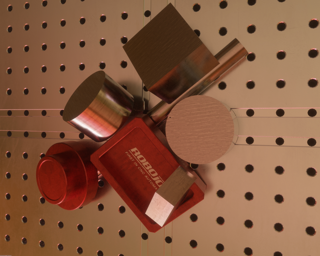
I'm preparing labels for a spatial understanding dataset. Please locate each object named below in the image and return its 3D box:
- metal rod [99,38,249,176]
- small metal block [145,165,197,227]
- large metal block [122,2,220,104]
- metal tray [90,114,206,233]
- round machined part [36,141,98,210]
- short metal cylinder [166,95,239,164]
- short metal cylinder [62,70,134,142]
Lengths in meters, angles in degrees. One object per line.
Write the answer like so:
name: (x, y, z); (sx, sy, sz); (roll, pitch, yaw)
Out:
metal rod: (-0.012, -0.009, 0.418); (0.300, 0.025, 0.025); (-39, 78, 16)
small metal block: (0.013, 0.080, 0.363); (0.025, 0.050, 0.050); (36, 137, 14)
large metal block: (0.012, -0.090, 0.383); (0.080, 0.050, 0.080); (-39, 58, 16)
metal tray: (-0.015, 0.058, 0.400); (0.090, 0.030, 0.130); (-39, 90, 16)
round machined part: (-0.137, 0.069, 0.438); (0.098, 0.042, 0.097); (5, 99, 35)
short metal cylinder: (0.053, 0.002, 0.380); (0.080, 0.050, 0.079); (0, 90, 20)
short metal cylinder: (-0.081, -0.028, 0.406); (0.080, 0.050, 0.080); (-31, 37, 27)
